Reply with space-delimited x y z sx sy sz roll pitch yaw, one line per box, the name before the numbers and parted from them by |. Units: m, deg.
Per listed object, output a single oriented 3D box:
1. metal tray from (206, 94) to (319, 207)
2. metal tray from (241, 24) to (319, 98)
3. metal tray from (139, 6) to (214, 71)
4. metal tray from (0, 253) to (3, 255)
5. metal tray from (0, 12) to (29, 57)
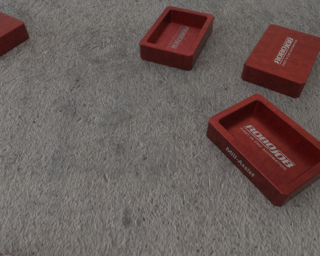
metal tray | 0.132 0.021 0.383 0.091 0.030 0.130 -27 55 -21
metal tray | 0.197 -0.111 0.494 0.090 0.030 0.130 24 54 19
metal tray | 0.031 -0.158 0.532 0.090 0.030 0.130 17 52 14
metal tray | -0.139 0.174 0.253 0.130 0.030 0.090 32 57 24
metal tray | -0.309 -0.169 0.540 0.130 0.030 0.090 26 55 20
